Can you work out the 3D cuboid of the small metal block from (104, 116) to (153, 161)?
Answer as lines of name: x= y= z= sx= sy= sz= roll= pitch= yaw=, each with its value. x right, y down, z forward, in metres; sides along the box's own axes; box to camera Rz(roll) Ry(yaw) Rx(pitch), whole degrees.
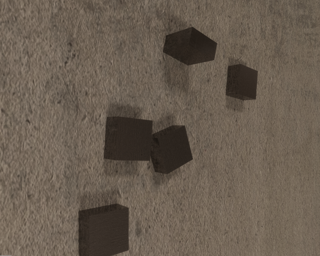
small metal block: x=-0.038 y=0.014 z=0.375 sx=0.050 sy=0.025 sz=0.050 roll=6 pitch=86 yaw=-40

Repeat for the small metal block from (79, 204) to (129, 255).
small metal block: x=-0.064 y=0.118 z=0.353 sx=0.050 sy=0.025 sz=0.050 roll=0 pitch=90 yaw=-40

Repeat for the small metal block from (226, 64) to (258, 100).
small metal block: x=0.139 y=-0.076 z=0.524 sx=0.050 sy=0.025 sz=0.050 roll=9 pitch=84 yaw=-40

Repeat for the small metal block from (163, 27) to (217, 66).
small metal block: x=0.041 y=-0.110 z=0.425 sx=0.050 sy=0.050 sz=0.025 roll=18 pitch=78 yaw=-39

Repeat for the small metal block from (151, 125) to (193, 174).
small metal block: x=0.013 y=0.028 z=0.418 sx=0.050 sy=0.025 sz=0.050 roll=-24 pitch=105 yaw=-38
